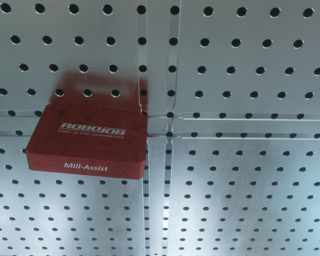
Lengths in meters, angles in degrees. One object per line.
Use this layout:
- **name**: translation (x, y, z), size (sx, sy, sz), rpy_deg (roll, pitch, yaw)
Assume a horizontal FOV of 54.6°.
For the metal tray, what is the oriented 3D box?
- **metal tray**: translation (-0.083, 0.015, 0.380), size (0.131, 0.090, 0.030), rpy_deg (6, 130, -5)
